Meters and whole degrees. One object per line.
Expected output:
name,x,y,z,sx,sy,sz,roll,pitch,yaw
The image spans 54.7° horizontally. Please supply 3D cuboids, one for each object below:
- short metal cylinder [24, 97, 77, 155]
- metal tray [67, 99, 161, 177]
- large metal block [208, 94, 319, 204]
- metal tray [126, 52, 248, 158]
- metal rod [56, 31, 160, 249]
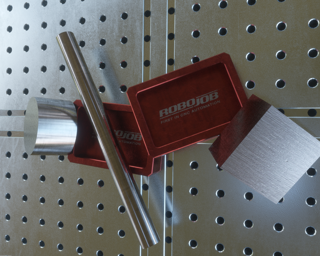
short metal cylinder,-0.155,-0.001,0.435,0.080,0.050,0.080,-8,80,54
metal tray,-0.062,0.011,0.431,0.130,0.030,0.089,7,92,19
large metal block,0.115,0.022,0.340,0.080,0.050,0.080,33,103,-15
metal tray,0.036,-0.026,0.377,0.131,0.030,0.090,-20,83,2
metal rod,-0.071,0.009,0.406,0.025,0.025,0.299,-27,81,18
